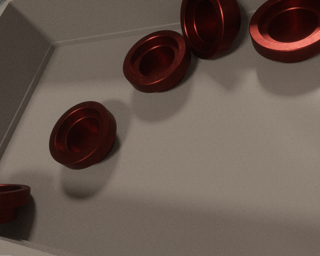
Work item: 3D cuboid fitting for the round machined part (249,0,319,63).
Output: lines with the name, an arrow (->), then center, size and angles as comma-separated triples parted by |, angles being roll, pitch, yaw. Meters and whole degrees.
round machined part -> 0.164, -0.119, 0.382 | 0.098, 0.042, 0.098 | -13, 56, 20

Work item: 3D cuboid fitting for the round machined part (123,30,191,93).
round machined part -> -0.001, -0.091, 0.450 | 0.098, 0.042, 0.098 | -13, 56, 20

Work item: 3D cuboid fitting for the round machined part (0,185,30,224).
round machined part -> -0.230, 0.104, 0.420 | 0.098, 0.098, 0.042 | -1, 87, 27

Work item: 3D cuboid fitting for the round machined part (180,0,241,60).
round machined part -> 0.071, -0.146, 0.420 | 0.042, 0.097, 0.098 | -18, 47, -23

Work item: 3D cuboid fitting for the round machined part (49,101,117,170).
round machined part -> -0.103, 0.014, 0.439 | 0.098, 0.042, 0.098 | -13, 56, 20
